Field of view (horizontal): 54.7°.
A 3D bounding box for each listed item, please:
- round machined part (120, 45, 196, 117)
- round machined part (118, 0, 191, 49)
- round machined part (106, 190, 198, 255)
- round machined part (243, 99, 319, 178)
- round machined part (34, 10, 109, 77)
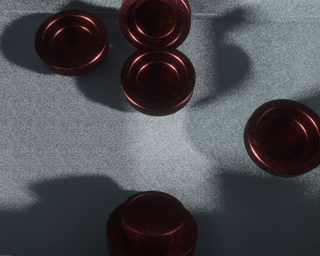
[{"bbox_3d":[-0.003,-0.061,0.423,0.099,0.042,0.098,0,70,-1],"label":"round machined part"},{"bbox_3d":[-0.006,-0.157,0.433,0.099,0.097,0.042,5,47,1],"label":"round machined part"},{"bbox_3d":[-0.008,0.105,0.334,0.099,0.042,0.098,4,27,-2],"label":"round machined part"},{"bbox_3d":[0.156,0.015,0.397,0.099,0.042,0.098,0,70,-1],"label":"round machined part"},{"bbox_3d":[-0.122,-0.116,0.441,0.099,0.042,0.098,0,70,-1],"label":"round machined part"}]
